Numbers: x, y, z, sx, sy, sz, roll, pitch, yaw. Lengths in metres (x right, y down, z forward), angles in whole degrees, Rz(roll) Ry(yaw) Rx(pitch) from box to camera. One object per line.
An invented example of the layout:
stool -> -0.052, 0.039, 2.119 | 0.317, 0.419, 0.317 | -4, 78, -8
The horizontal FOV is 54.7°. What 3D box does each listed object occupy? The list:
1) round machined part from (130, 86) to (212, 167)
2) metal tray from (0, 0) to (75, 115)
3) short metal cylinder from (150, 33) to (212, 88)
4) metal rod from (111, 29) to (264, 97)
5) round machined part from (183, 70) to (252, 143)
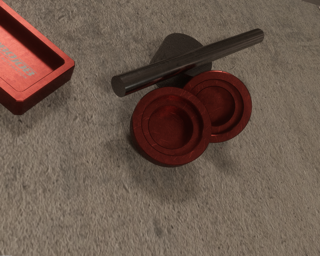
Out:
round machined part -> 0.011, 0.001, 0.388 | 0.099, 0.042, 0.098 | 4, 74, -13
metal tray -> -0.178, -0.086, 0.357 | 0.130, 0.030, 0.090 | 40, 51, -1
short metal cylinder -> 0.030, -0.094, 0.463 | 0.081, 0.050, 0.080 | 14, 56, -21
metal rod -> 0.060, -0.101, 0.435 | 0.302, 0.025, 0.025 | -28, 77, -38
round machined part -> 0.075, -0.032, 0.431 | 0.098, 0.098, 0.042 | 39, 15, -3
